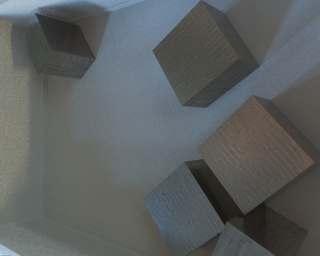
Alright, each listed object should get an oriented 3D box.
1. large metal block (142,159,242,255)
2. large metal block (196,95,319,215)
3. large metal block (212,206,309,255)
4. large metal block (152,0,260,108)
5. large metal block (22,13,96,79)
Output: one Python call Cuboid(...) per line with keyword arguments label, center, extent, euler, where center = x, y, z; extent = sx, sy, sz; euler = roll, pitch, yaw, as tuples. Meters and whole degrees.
Cuboid(label="large metal block", center=(0.038, 0.093, 0.359), extent=(0.080, 0.050, 0.080), euler=(-47, 62, 30))
Cuboid(label="large metal block", center=(0.098, 0.026, 0.308), extent=(0.080, 0.050, 0.080), euler=(-48, 61, 26))
Cuboid(label="large metal block", center=(0.089, 0.128, 0.297), extent=(0.050, 0.081, 0.079), euler=(30, 109, 36))
Cuboid(label="large metal block", center=(0.050, -0.079, 0.350), extent=(0.080, 0.050, 0.080), euler=(-39, 66, 33))
Cuboid(label="large metal block", center=(-0.165, -0.131, 0.508), extent=(0.050, 0.081, 0.080), euler=(-43, 64, 32))
